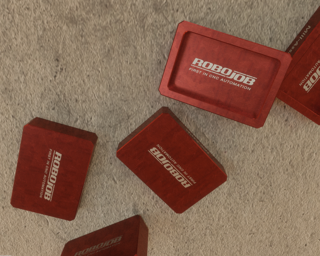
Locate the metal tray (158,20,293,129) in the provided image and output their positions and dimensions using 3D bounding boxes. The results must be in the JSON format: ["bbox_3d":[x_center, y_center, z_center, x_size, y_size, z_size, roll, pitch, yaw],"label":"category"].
[{"bbox_3d":[0.073,-0.064,0.367,0.131,0.030,0.089,20,109,8],"label":"metal tray"}]

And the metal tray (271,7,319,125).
[{"bbox_3d":[0.202,-0.079,0.379,0.090,0.030,0.129,31,107,-11],"label":"metal tray"}]

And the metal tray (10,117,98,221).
[{"bbox_3d":[-0.146,0.059,0.427,0.091,0.030,0.129,16,109,-6],"label":"metal tray"}]

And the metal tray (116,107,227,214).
[{"bbox_3d":[0.017,0.046,0.424,0.090,0.030,0.130,-40,106,13],"label":"metal tray"}]

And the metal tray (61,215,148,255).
[{"bbox_3d":[-0.083,0.183,0.441,0.130,0.090,0.030,-23,109,8],"label":"metal tray"}]
